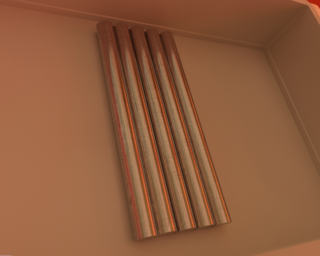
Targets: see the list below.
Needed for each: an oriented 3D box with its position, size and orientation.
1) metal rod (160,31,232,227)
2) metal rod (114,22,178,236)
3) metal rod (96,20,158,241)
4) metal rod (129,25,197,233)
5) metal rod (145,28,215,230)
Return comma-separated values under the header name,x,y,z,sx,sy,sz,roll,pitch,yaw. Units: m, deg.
name,x,y,z,sx,sy,sz,roll,pitch,yaw
metal rod,0.042,-0.015,0.436,0.025,0.025,0.299,0,62,-28
metal rod,-0.026,-0.017,0.400,0.025,0.025,0.299,0,62,-28
metal rod,-0.047,-0.016,0.388,0.025,0.025,0.299,0,62,-28
metal rod,-0.004,-0.016,0.412,0.025,0.025,0.299,0,62,-28
metal rod,0.019,-0.016,0.424,0.025,0.025,0.299,0,62,-28
